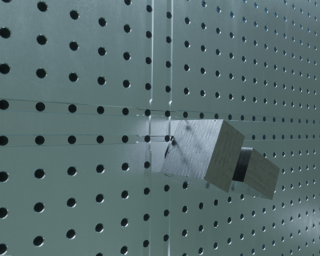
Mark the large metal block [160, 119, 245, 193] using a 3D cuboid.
[{"bbox_3d":[0.057,0.036,0.420,0.050,0.080,0.080,33,70,-35],"label":"large metal block"}]

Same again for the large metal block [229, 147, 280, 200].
[{"bbox_3d":[0.122,0.067,0.474,0.080,0.080,0.050,32,70,-35],"label":"large metal block"}]
